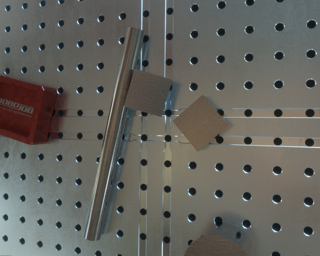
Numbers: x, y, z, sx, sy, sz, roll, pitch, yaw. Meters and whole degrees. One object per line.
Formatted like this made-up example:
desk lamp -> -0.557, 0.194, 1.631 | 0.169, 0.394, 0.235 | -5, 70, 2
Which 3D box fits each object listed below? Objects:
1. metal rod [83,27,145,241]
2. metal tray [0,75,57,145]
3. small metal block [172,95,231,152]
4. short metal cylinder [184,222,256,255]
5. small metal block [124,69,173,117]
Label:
metal rod -> -0.065, 0.011, 0.434 | 0.025, 0.025, 0.298 | 14, 95, 19
metal tray -> -0.233, -0.033, 0.489 | 0.130, 0.030, 0.089 | 15, 95, 19
small metal block -> 0.053, -0.006, 0.393 | 0.050, 0.025, 0.050 | -42, 77, 15
short metal cylinder -> 0.073, 0.161, 0.373 | 0.080, 0.050, 0.079 | 0, 90, 19
small metal block -> -0.016, -0.046, 0.408 | 0.050, 0.025, 0.050 | 16, 96, -6
